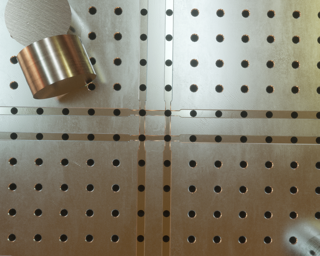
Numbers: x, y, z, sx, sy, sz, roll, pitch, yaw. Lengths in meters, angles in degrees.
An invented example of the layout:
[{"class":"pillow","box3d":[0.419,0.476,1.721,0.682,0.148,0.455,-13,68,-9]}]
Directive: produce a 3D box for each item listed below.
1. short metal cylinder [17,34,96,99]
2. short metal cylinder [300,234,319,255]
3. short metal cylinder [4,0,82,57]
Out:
[{"class":"short metal cylinder","box3d":[-0.127,-0.074,0.384,0.080,0.080,0.050,-23,91,0]},{"class":"short metal cylinder","box3d":[0.233,0.185,0.404,0.081,0.050,0.079,0,90,-1]},{"class":"short metal cylinder","box3d":[-0.148,-0.136,0.399,0.081,0.050,0.079,0,90,-1]}]
